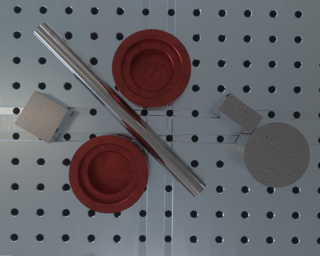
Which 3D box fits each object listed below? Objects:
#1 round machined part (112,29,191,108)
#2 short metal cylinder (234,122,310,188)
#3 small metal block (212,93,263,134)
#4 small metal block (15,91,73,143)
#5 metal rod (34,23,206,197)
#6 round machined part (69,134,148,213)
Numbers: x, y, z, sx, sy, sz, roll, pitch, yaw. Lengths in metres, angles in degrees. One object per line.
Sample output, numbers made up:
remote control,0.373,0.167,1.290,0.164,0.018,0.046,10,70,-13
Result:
round machined part,-0.011,-0.074,0.405,0.099,0.042,0.097,0,90,0
short metal cylinder,0.143,0.033,0.402,0.081,0.050,0.080,0,90,0
small metal block,0.098,-0.018,0.401,0.050,0.050,0.025,37,90,0
small metal block,-0.153,-0.014,0.412,0.050,0.025,0.050,31,90,0
metal rod,-0.052,-0.023,0.412,0.025,0.025,0.300,-45,90,0
round machined part,-0.064,0.057,0.404,0.099,0.042,0.097,0,90,0
